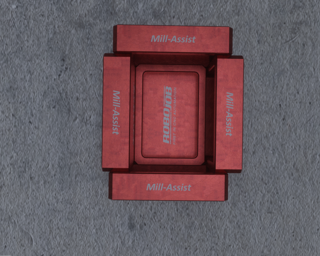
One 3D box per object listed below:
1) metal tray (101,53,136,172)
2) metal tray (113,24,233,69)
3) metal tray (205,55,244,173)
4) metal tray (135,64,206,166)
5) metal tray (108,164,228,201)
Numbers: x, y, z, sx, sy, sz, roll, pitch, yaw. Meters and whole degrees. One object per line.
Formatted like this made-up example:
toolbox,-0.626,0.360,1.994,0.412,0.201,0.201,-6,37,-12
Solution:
metal tray,-0.047,-0.017,0.377,0.030,0.090,0.129,1,90,0
metal tray,0.014,-0.096,0.378,0.131,0.090,0.030,1,90,-1
metal tray,0.075,-0.015,0.379,0.030,0.090,0.129,1,90,0
metal tray,0.013,-0.017,0.409,0.091,0.030,0.129,1,90,-1
metal tray,0.009,0.063,0.378,0.131,0.090,0.030,1,90,-1
